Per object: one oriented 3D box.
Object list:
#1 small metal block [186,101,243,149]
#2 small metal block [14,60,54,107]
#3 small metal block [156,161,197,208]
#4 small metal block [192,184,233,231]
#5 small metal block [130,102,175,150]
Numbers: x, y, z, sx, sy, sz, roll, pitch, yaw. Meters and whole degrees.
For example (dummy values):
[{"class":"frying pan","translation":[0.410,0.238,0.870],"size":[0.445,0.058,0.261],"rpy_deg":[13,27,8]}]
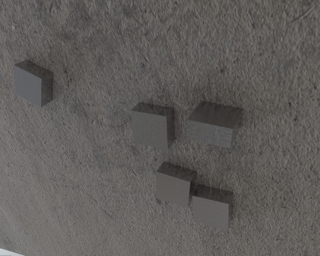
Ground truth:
[{"class":"small metal block","translation":[0.063,-0.005,0.354],"size":[0.050,0.050,0.025],"rpy_deg":[13,124,21]},{"class":"small metal block","translation":[-0.190,-0.067,0.465],"size":[0.050,0.025,0.050],"rpy_deg":[26,128,11]},{"class":"small metal block","translation":[0.023,0.082,0.446],"size":[0.050,0.025,0.050],"rpy_deg":[15,125,20]},{"class":"small metal block","translation":[0.075,0.112,0.437],"size":[0.050,0.025,0.050],"rpy_deg":[8,122,24]},{"class":"small metal block","translation":[-0.009,-0.003,0.410],"size":[0.050,0.025,0.050],"rpy_deg":[10,123,22]}]
